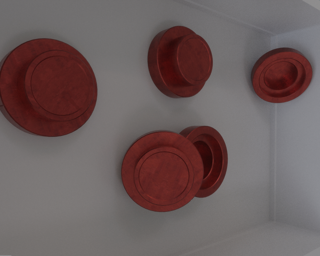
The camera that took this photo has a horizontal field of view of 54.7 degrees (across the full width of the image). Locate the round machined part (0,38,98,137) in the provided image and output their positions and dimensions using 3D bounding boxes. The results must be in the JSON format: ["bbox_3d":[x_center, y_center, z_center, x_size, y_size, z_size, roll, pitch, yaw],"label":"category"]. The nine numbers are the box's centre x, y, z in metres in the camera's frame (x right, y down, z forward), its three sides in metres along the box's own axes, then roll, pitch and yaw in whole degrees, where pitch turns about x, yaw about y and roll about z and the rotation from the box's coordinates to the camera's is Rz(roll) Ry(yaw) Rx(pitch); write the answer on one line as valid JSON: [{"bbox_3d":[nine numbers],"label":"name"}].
[{"bbox_3d":[-0.106,-0.040,0.307,0.099,0.042,0.097,0,90,-40],"label":"round machined part"}]

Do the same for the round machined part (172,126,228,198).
[{"bbox_3d":[0.048,0.046,0.436,0.099,0.042,0.097,0,90,-40],"label":"round machined part"}]

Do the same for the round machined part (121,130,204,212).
[{"bbox_3d":[0.004,0.053,0.366,0.099,0.042,0.097,0,94,-4],"label":"round machined part"}]

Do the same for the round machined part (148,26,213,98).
[{"bbox_3d":[0.035,-0.091,0.424,0.099,0.042,0.097,0,90,-40],"label":"round machined part"}]

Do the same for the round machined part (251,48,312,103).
[{"bbox_3d":[0.211,-0.096,0.548,0.098,0.098,0.042,53,24,-27],"label":"round machined part"}]
